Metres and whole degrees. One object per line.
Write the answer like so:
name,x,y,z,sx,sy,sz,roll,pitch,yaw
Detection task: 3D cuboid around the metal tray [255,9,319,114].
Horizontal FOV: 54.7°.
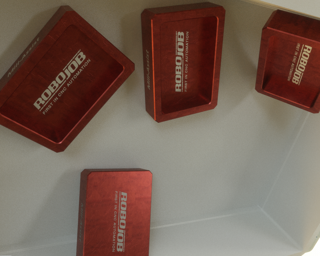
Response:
metal tray,0.170,-0.076,0.382,0.030,0.090,0.130,-56,156,-17

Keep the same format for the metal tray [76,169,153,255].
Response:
metal tray,-0.059,0.120,0.409,0.091,0.030,0.129,4,87,-30

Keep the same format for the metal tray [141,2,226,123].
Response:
metal tray,0.027,-0.077,0.372,0.091,0.030,0.129,-15,125,-20

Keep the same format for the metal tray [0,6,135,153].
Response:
metal tray,-0.101,-0.046,0.321,0.130,0.030,0.090,-48,129,5
